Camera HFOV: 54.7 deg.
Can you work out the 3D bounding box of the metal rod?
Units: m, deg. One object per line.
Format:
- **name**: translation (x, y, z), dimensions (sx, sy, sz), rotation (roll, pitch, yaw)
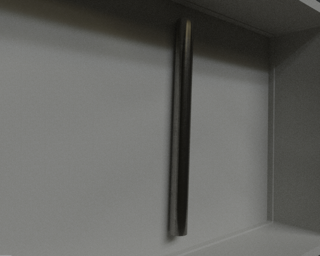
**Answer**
- **metal rod**: translation (0.031, -0.003, 0.434), dimensions (0.025, 0.025, 0.298), rotation (3, 88, -40)
